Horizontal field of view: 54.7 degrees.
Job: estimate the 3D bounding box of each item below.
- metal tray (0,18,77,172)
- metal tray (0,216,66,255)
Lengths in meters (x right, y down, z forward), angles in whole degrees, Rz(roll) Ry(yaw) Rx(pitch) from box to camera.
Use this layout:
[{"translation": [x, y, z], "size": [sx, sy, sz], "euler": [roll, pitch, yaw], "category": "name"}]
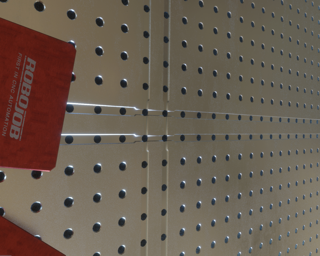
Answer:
[{"translation": [-0.137, -0.028, 0.292], "size": [0.091, 0.030, 0.129], "euler": [13, 81, -40], "category": "metal tray"}, {"translation": [-0.151, 0.147, 0.254], "size": [0.090, 0.030, 0.130], "euler": [43, 51, -21], "category": "metal tray"}]
